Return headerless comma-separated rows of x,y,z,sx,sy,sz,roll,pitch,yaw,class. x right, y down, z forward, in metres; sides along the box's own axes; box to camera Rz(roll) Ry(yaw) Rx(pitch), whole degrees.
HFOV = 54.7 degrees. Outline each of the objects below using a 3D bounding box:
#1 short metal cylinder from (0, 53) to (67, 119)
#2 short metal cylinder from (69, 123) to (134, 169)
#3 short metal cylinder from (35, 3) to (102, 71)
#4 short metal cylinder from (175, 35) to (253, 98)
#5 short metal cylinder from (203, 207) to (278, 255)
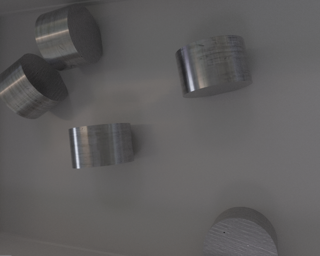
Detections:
-0.183,-0.059,0.446,0.050,0.080,0.080,-32,80,17,short metal cylinder
-0.077,0.023,0.408,0.080,0.080,0.050,-7,88,20,short metal cylinder
-0.122,-0.123,0.425,0.050,0.080,0.080,-9,87,20,short metal cylinder
0.062,-0.068,0.359,0.080,0.080,0.050,-11,86,19,short metal cylinder
0.095,0.139,0.363,0.080,0.050,0.080,0,90,20,short metal cylinder
